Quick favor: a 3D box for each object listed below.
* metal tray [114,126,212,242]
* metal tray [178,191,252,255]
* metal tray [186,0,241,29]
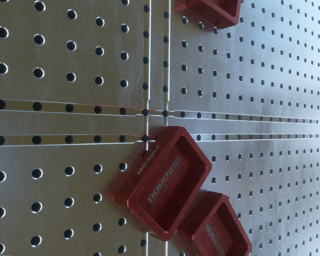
[{"bbox_3d":[0.010,0.071,0.416,0.090,0.030,0.130,52,59,-28],"label":"metal tray"},{"bbox_3d":[0.091,0.176,0.485,0.090,0.030,0.130,-44,117,-31],"label":"metal tray"},{"bbox_3d":[0.092,-0.234,0.484,0.091,0.030,0.129,16,80,-39],"label":"metal tray"}]
